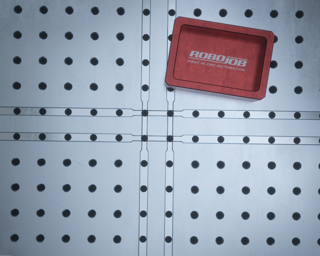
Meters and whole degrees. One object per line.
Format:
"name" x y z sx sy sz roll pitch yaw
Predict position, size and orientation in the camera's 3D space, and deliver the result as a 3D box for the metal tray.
"metal tray" 0.077 -0.089 0.411 0.131 0.030 0.090 9 90 0
